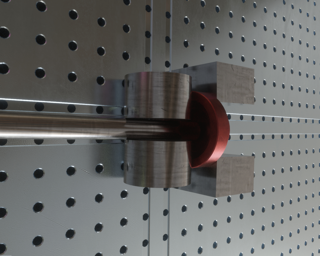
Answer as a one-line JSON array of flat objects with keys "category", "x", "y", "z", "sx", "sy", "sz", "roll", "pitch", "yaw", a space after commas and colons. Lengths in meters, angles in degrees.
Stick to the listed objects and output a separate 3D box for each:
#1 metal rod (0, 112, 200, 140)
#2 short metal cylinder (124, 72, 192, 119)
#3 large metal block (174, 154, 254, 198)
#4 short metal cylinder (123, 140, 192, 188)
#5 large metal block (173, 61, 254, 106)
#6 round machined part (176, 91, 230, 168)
[{"category": "metal rod", "x": -0.076, "y": 0.000, "z": 0.330, "sx": 0.302, "sy": 0.025, "sz": 0.025, "roll": 2, "pitch": 89, "yaw": -36}, {"category": "short metal cylinder", "x": -0.002, "y": -0.036, "z": 0.371, "sx": 0.081, "sy": 0.080, "sz": 0.050, "roll": 1, "pitch": 90, "yaw": -40}, {"category": "large metal block", "x": 0.074, "y": 0.062, "z": 0.437, "sx": 0.081, "sy": 0.080, "sz": 0.050, "roll": 3, "pitch": 88, "yaw": -40}, {"category": "short metal cylinder", "x": -0.003, "y": 0.039, "z": 0.370, "sx": 0.081, "sy": 0.080, "sz": 0.050, "roll": 2, "pitch": 90, "yaw": -40}, {"category": "large metal block", "x": 0.075, "y": -0.058, "z": 0.437, "sx": 0.081, "sy": 0.080, "sz": 0.050, "roll": 0, "pitch": 91, "yaw": -40}, {"category": "round machined part", "x": 0.051, "y": 0.002, "z": 0.404, "sx": 0.042, "sy": 0.098, "sz": 0.097, "roll": 1, "pitch": 90, "yaw": -40}]
